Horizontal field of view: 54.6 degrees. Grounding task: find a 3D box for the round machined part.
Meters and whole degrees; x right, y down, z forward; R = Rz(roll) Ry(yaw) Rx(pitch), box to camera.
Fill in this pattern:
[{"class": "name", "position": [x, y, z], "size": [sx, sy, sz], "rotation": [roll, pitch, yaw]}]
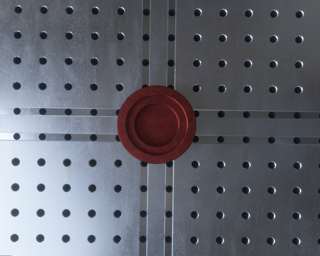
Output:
[{"class": "round machined part", "position": [-0.004, -0.004, 0.404], "size": [0.099, 0.042, 0.097], "rotation": [0, 90, 0]}]
